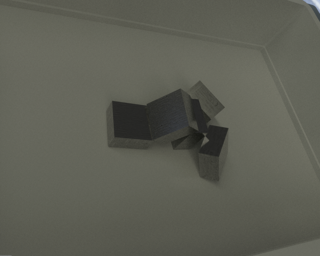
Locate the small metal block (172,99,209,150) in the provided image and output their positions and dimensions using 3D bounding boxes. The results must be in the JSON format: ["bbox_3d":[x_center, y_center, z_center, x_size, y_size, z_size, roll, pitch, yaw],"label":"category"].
[{"bbox_3d":[0.034,-0.004,0.411,0.025,0.050,0.050,1,61,-28],"label":"small metal block"}]

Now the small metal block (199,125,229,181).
[{"bbox_3d":[0.071,0.033,0.404,0.025,0.050,0.050,11,48,20],"label":"small metal block"}]

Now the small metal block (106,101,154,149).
[{"bbox_3d":[-0.038,-0.003,0.385,0.050,0.025,0.050,6,59,-25],"label":"small metal block"}]

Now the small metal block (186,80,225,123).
[{"bbox_3d":[0.060,-0.035,0.440,0.025,0.050,0.050,-41,85,-7],"label":"small metal block"}]

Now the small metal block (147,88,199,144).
[{"bbox_3d":[0.015,-0.013,0.382,0.025,0.050,0.050,26,48,-54],"label":"small metal block"}]
